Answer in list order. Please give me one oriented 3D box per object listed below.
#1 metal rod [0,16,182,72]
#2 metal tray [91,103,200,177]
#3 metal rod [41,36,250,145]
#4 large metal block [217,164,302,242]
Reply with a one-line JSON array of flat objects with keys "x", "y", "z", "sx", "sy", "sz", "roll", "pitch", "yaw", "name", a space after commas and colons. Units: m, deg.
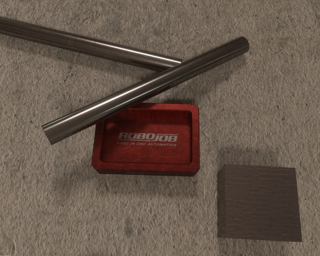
[{"x": -0.117, "y": -0.122, "z": 0.451, "sx": 0.302, "sy": 0.025, "sz": 0.025, "roll": 14, "pitch": 71, "yaw": 4, "name": "metal rod"}, {"x": -0.016, "y": 0.014, "z": 0.400, "sx": 0.131, "sy": 0.030, "sz": 0.090, "roll": 2, "pitch": 70, "yaw": 0, "name": "metal tray"}, {"x": -0.003, "y": -0.057, "z": 0.403, "sx": 0.302, "sy": 0.025, "sz": 0.025, "roll": -28, "pitch": 72, "yaw": -20, "name": "metal rod"}, {"x": 0.112, "y": 0.089, "z": 0.364, "sx": 0.081, "sy": 0.050, "sz": 0.080, "roll": 3, "pitch": 70, "yaw": 1, "name": "large metal block"}]
